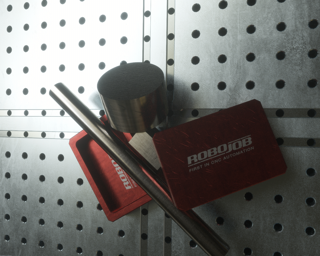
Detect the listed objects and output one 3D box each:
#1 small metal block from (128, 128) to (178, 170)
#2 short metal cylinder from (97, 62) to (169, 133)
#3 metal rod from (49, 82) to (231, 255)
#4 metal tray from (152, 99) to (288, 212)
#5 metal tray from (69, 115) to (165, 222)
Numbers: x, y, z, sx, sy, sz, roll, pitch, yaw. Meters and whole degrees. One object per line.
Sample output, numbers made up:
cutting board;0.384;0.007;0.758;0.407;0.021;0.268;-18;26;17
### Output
small metal block;-0.005;0.025;0.396;0.050;0.050;0.025;42;103;15
short metal cylinder;-0.032;-0.039;0.384;0.080;0.080;0.050;9;135;19
metal rod;-0.035;0.046;0.389;0.300;0.025;0.025;43;103;14
metal tray;0.066;0.030;0.355;0.131;0.030;0.090;-19;83;-6
metal tray;-0.058;0.050;0.426;0.090;0.030;0.130;-33;80;17
